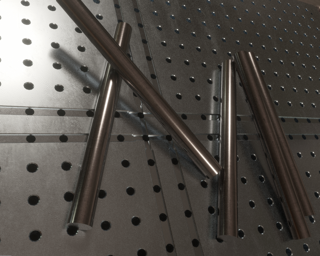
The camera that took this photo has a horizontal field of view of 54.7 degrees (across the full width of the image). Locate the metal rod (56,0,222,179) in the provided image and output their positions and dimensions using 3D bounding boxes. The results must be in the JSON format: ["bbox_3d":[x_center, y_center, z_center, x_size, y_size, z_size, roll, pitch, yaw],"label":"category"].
[{"bbox_3d":[-0.024,-0.054,0.403,0.300,0.025,0.025,49,51,-4],"label":"metal rod"}]

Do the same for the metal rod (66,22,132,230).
[{"bbox_3d":[-0.067,-0.027,0.389,0.025,0.025,0.300,18,54,-18],"label":"metal rod"}]

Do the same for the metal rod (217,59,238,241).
[{"bbox_3d":[0.101,0.011,0.457,0.025,0.025,0.300,21,54,-16],"label":"metal rod"}]

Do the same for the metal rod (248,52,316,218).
[{"bbox_3d":[0.189,-0.003,0.514,0.025,0.025,0.299,5,60,-26],"label":"metal rod"}]

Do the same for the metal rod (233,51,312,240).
[{"bbox_3d":[0.165,0.013,0.475,0.025,0.025,0.299,-1,67,-29],"label":"metal rod"}]
